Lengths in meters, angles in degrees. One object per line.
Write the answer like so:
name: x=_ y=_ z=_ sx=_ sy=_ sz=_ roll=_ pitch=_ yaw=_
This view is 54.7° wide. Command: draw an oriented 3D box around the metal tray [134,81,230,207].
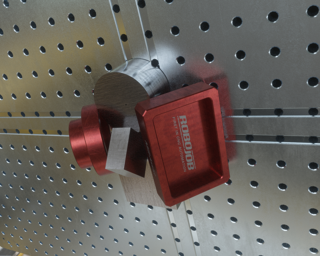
metal tray: x=0.030 y=0.020 z=0.368 sx=0.030 sy=0.091 sz=0.129 roll=-137 pitch=31 yaw=-60

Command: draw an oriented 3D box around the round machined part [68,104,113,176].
round machined part: x=-0.091 y=0.018 z=0.418 sx=0.042 sy=0.098 sz=0.097 roll=-14 pitch=116 yaw=-2

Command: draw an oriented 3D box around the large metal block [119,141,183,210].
large metal block: x=-0.009 y=0.063 z=0.438 sx=0.080 sy=0.050 sz=0.080 roll=2 pitch=120 yaw=27

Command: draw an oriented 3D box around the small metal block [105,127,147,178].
small metal block: x=-0.038 y=0.031 z=0.380 sx=0.025 sy=0.050 sz=0.050 roll=-2 pitch=160 yaw=26

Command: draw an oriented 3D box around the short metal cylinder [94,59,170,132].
short metal cylinder: x=-0.034 y=-0.040 z=0.387 sx=0.080 sy=0.050 sz=0.079 roll=13 pitch=124 yaw=21
